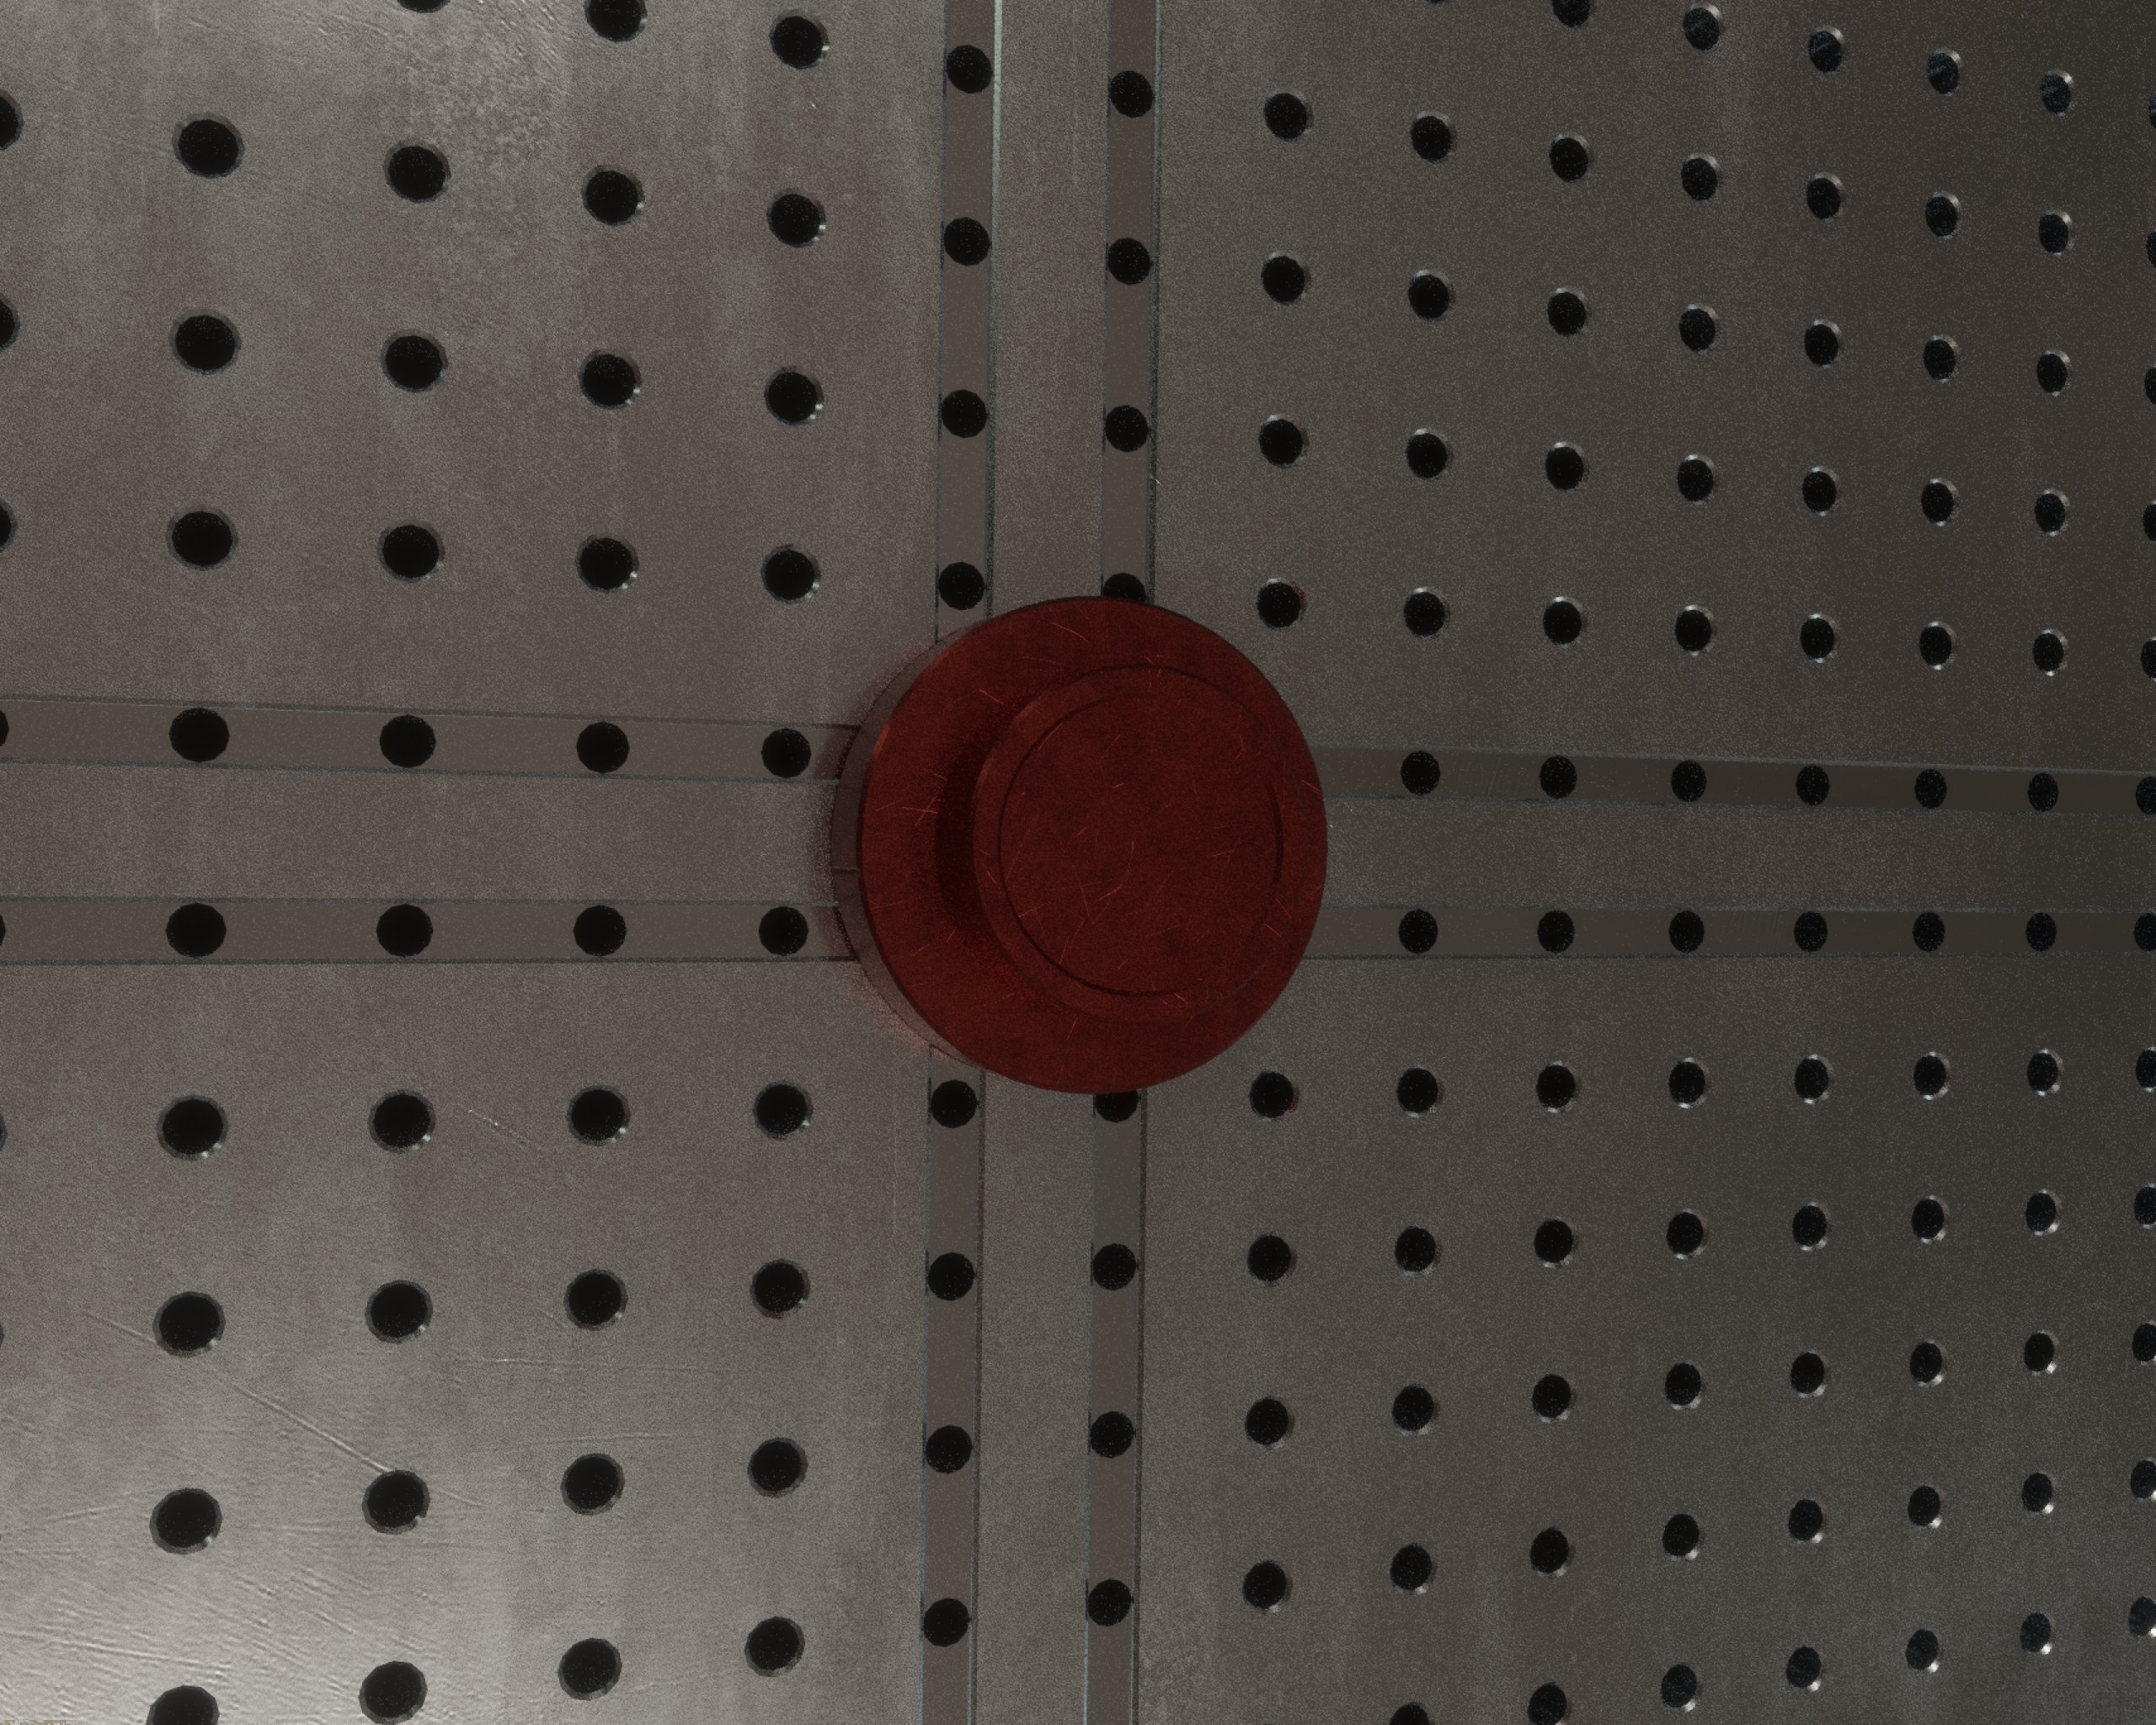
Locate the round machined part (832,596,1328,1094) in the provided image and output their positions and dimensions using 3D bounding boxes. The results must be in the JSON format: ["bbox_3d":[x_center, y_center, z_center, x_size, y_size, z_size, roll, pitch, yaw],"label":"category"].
[{"bbox_3d":[0.005,-0.003,0.406,0.099,0.042,0.097,0,90,-21],"label":"round machined part"}]
